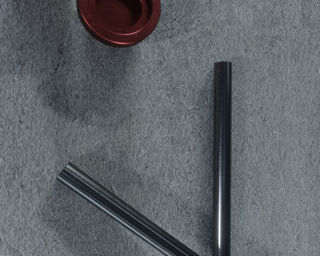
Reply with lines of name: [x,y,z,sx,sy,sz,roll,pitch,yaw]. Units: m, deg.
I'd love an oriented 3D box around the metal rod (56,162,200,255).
metal rod: [0.000,0.142,0.396,0.301,0.025,0.025,39,78,-11]

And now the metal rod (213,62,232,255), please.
metal rod: [0.089,0.057,0.442,0.025,0.025,0.298,0,90,-20]

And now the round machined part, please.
round machined part: [-0.052,-0.147,0.381,0.099,0.042,0.097,0,90,-20]
